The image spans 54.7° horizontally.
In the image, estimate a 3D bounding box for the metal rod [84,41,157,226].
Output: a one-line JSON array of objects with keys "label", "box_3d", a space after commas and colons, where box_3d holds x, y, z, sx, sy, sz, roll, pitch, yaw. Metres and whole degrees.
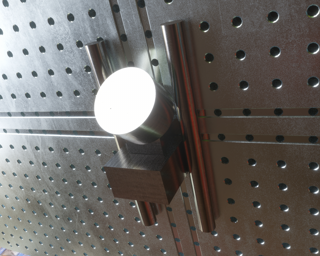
[{"label": "metal rod", "box_3d": [-0.050, 0.024, 0.452, 0.025, 0.025, 0.298, 1, 119, 28]}]

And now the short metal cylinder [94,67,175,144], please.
[{"label": "short metal cylinder", "box_3d": [-0.030, -0.025, 0.368, 0.080, 0.050, 0.080, -8, 71, 25]}]

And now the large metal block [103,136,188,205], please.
[{"label": "large metal block", "box_3d": [-0.013, 0.051, 0.411, 0.080, 0.080, 0.050, 1, 119, 28]}]

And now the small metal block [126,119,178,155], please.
[{"label": "small metal block", "box_3d": [-0.010, 0.010, 0.406, 0.050, 0.050, 0.025, 1, 119, 27]}]

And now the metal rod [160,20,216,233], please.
[{"label": "metal rod", "box_3d": [0.042, 0.017, 0.400, 0.025, 0.025, 0.298, 2, 119, 27]}]
